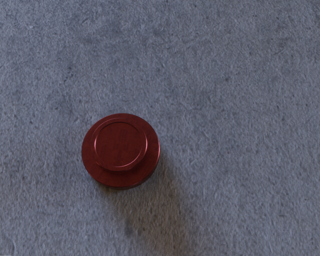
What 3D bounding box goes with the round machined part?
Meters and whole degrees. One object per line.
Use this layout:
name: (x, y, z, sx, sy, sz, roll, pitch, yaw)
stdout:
round machined part: (-0.049, 0.026, 0.389, 0.099, 0.042, 0.098, 0, 70, -1)
